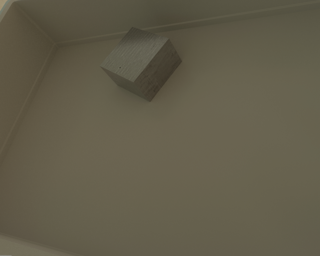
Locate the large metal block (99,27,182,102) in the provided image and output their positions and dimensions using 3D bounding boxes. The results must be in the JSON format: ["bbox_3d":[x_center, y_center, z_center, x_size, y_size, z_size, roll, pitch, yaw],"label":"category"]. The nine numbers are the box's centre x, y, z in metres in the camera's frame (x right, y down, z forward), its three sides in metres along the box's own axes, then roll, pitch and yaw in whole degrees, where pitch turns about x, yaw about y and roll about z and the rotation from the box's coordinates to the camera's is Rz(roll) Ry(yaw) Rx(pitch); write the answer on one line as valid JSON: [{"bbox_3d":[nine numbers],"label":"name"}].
[{"bbox_3d":[-0.029,-0.097,0.465,0.080,0.050,0.080,30,78,37],"label":"large metal block"}]
